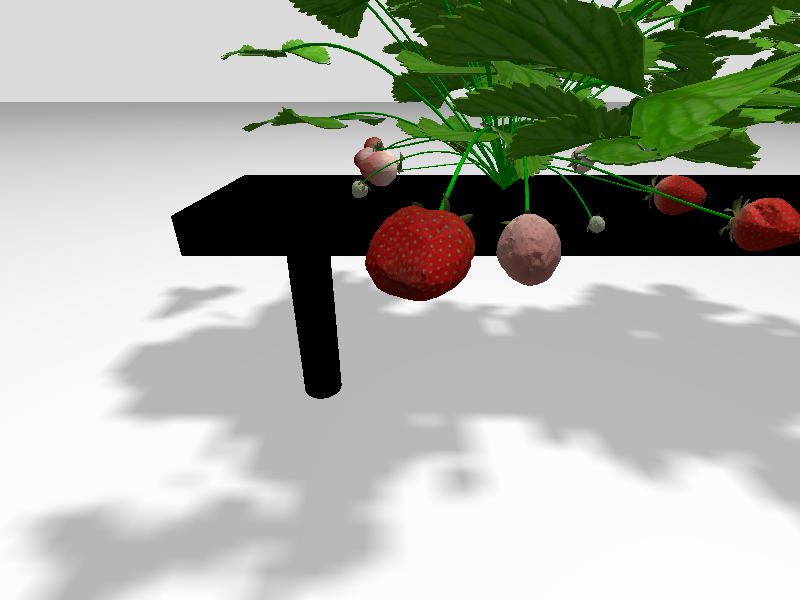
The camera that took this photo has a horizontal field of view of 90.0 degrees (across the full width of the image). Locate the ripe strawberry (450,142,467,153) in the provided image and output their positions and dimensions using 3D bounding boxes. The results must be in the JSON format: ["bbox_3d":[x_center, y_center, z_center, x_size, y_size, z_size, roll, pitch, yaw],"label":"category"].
[{"bbox_3d":[0.083,-0.220,0.547,0.033,0.035,0.036,-1,27,-1],"label":"ripe strawberry"}]

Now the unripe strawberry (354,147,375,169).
[{"bbox_3d":[-0.036,-0.145,0.414,0.026,0.022,0.026,4,25,36],"label":"unripe strawberry"}]

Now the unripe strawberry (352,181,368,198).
[{"bbox_3d":[-0.032,-0.086,0.313,0.013,0.013,0.012,27,16,-27],"label":"unripe strawberry"}]

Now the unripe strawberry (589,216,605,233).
[{"bbox_3d":[0.118,-0.045,0.239,0.009,0.010,0.010,-6,29,-12],"label":"unripe strawberry"}]

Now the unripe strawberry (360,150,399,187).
[{"bbox_3d":[-0.018,-0.114,0.348,0.033,0.029,0.033,2,28,6],"label":"unripe strawberry"}]

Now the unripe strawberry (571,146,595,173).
[{"bbox_3d":[0.191,-0.145,0.413,0.027,0.026,0.025,-20,34,-35],"label":"unripe strawberry"}]

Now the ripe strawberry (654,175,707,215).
[{"bbox_3d":[0.186,-0.070,0.267,0.030,0.025,0.030,22,35,35],"label":"ripe strawberry"}]

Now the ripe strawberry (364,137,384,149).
[{"bbox_3d":[-0.034,-0.185,0.490,0.025,0.026,0.027,-19,33,-31],"label":"ripe strawberry"}]

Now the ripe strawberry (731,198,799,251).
[{"bbox_3d":[0.188,-0.037,0.204,0.031,0.028,0.028,-17,33,-29],"label":"ripe strawberry"}]

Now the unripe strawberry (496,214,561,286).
[{"bbox_3d":[0.054,-0.020,0.169,0.026,0.030,0.029,5,36,9],"label":"unripe strawberry"}]

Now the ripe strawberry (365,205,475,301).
[{"bbox_3d":[0.006,-0.015,0.152,0.042,0.037,0.038,11,39,19],"label":"ripe strawberry"}]
